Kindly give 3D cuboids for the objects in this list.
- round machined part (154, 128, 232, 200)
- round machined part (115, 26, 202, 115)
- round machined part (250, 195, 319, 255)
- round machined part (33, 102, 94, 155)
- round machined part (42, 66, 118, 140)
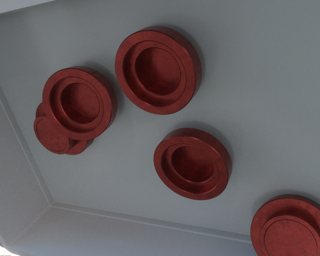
[{"bbox_3d":[0.045,0.042,0.400,0.098,0.042,0.097,13,124,21],"label":"round machined part"},{"bbox_3d":[0.001,-0.068,0.355,0.098,0.042,0.097,13,124,21],"label":"round machined part"},{"bbox_3d":[0.158,0.132,0.370,0.098,0.042,0.097,0,90,29],"label":"round machined part"},{"bbox_3d":[-0.154,0.002,0.480,0.098,0.042,0.097,13,124,21],"label":"round machined part"},{"bbox_3d":[-0.104,-0.036,0.420,0.098,0.042,0.097,5,110,13],"label":"round machined part"}]
